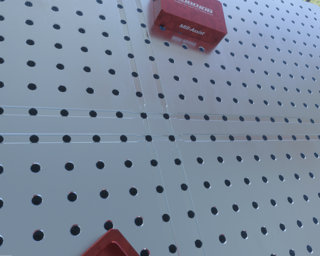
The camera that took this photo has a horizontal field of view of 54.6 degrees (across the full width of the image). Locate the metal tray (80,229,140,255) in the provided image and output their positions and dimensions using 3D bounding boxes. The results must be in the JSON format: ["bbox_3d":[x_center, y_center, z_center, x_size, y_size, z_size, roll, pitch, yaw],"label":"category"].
[{"bbox_3d":[-0.062,0.166,0.270,0.090,0.030,0.131,49,51,6],"label":"metal tray"}]

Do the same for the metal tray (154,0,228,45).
[{"bbox_3d":[0.055,-0.210,0.562,0.131,0.030,0.090,11,57,-22],"label":"metal tray"}]
